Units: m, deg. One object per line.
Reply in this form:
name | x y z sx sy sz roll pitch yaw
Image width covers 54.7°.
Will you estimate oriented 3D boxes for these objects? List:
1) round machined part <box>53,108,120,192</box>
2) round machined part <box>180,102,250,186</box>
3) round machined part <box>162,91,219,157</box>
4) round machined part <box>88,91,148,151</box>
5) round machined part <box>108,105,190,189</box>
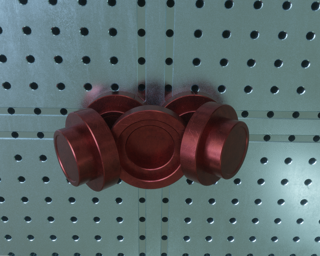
round machined part | -0.090 0.029 0.359 0.042 0.098 0.097 -20 115 -33
round machined part | 0.069 0.021 0.359 0.042 0.099 0.097 17 116 37
round machined part | 0.043 0.004 0.406 0.099 0.042 0.097 0 110 -1
round machined part | -0.056 0.004 0.405 0.099 0.042 0.097 0 110 -1
round machined part | -0.011 0.019 0.365 0.099 0.042 0.097 0 110 -1
